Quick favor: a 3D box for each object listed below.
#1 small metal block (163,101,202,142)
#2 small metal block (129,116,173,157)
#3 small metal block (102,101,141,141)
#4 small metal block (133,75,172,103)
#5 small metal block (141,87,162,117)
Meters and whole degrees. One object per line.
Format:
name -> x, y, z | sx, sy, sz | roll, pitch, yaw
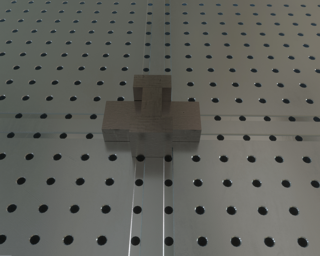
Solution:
small metal block -> 0.028, -0.009, 0.415 | 0.050, 0.025, 0.050 | 1, 50, 0
small metal block -> -0.010, 0.011, 0.381 | 0.050, 0.050, 0.025 | 1, 50, 0
small metal block -> -0.048, -0.010, 0.415 | 0.050, 0.025, 0.050 | 0, 50, 0
small metal block -> -0.010, -0.046, 0.430 | 0.050, 0.050, 0.025 | 1, 50, 0
small metal block -> -0.010, -0.018, 0.405 | 0.025, 0.050, 0.050 | 1, 50, 0
